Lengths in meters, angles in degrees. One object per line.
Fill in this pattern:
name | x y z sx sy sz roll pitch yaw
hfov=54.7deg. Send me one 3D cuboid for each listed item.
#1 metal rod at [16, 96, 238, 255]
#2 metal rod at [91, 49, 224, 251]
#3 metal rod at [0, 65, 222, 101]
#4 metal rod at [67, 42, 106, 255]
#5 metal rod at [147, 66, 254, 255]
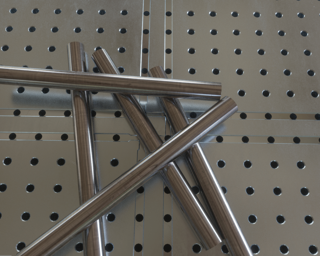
metal rod | -0.027 0.056 0.364 0.301 0.025 0.025 -36 74 -13
metal rod | -0.012 0.015 0.405 0.025 0.025 0.299 -29 73 -10
metal rod | -0.072 -0.059 0.406 0.302 0.025 0.025 5 70 1
metal rod | -0.098 0.019 0.403 0.025 0.025 0.299 -9 70 -4
metal rod | 0.051 0.049 0.394 0.025 0.025 0.299 -21 72 -8
